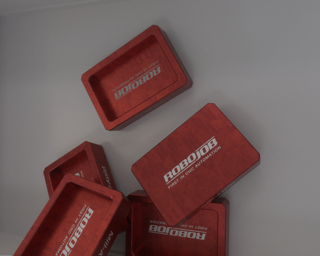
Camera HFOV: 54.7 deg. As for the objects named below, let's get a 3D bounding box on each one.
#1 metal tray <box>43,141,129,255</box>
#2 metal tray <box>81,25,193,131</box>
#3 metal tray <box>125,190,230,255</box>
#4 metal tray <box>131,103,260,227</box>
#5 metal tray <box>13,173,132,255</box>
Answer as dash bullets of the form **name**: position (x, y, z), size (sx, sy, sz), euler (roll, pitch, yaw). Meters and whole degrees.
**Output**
- **metal tray**: position (-0.105, 0.095, 0.426), size (0.090, 0.030, 0.130), euler (-32, 64, 17)
- **metal tray**: position (-0.033, -0.064, 0.419), size (0.130, 0.030, 0.090), euler (-30, 80, 17)
- **metal tray**: position (0.021, 0.132, 0.400), size (0.130, 0.030, 0.089), euler (1, 90, 19)
- **metal tray**: position (0.041, 0.044, 0.372), size (0.130, 0.030, 0.090), euler (-39, 66, 5)
- **metal tray**: position (-0.102, 0.124, 0.353), size (0.090, 0.030, 0.130), euler (14, 61, 27)
